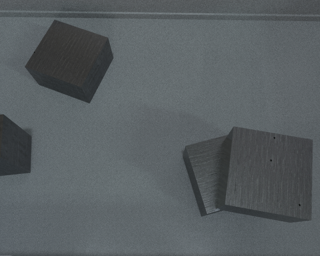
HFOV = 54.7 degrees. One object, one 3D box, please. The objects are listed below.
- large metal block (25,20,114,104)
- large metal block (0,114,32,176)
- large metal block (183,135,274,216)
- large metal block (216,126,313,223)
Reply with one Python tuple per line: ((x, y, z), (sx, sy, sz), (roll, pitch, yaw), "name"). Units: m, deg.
((-0.121, -0.091, 0.429), (0.080, 0.050, 0.080), (20, 71, 7), "large metal block")
((-0.210, 0.025, 0.370), (0.081, 0.080, 0.050), (-6, 70, -2), "large metal block")
((0.079, 0.056, 0.376), (0.081, 0.050, 0.080), (-14, 71, -5), "large metal block")
((0.108, 0.050, 0.326), (0.080, 0.050, 0.080), (10, 70, 3), "large metal block")
